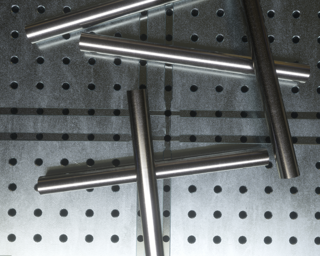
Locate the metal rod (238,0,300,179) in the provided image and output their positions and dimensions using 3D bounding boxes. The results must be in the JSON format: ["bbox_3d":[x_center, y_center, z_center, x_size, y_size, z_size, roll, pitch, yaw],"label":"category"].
[{"bbox_3d":[0.129,-0.085,0.389,0.025,0.025,0.298,-13,90,0],"label":"metal rod"}]

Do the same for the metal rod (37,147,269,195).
[{"bbox_3d":[-0.008,0.057,0.413,0.302,0.025,0.025,-7,90,-1],"label":"metal rod"}]

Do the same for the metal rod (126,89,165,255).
[{"bbox_3d":[-0.013,0.101,0.393,0.025,0.025,0.298,-6,98,0],"label":"metal rod"}]

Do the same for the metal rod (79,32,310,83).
[{"bbox_3d":[0.046,-0.094,0.413,0.302,0.025,0.025,8,90,-1],"label":"metal rod"}]

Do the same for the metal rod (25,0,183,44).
[{"bbox_3d":[-0.029,-0.167,0.412,0.302,0.025,0.025,-17,90,-1],"label":"metal rod"}]
